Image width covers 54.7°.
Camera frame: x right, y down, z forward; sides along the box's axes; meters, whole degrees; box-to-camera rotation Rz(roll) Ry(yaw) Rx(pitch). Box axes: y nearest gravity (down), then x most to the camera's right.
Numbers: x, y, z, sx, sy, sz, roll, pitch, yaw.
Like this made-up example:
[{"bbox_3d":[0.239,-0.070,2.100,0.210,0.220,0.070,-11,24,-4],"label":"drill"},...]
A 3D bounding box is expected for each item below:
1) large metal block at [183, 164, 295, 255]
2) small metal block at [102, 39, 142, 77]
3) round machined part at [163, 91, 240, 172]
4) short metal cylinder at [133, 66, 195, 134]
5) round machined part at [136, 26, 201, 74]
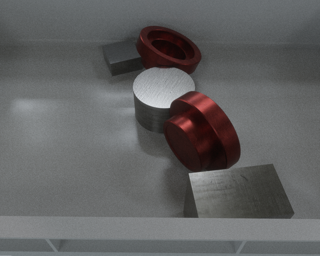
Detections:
[{"bbox_3d":[0.069,0.082,0.302,0.081,0.080,0.050,-6,51,-5],"label":"large metal block"},{"bbox_3d":[-0.061,-0.114,0.500,0.050,0.025,0.050,-17,52,-14],"label":"small metal block"},{"bbox_3d":[0.040,0.011,0.349,0.042,0.098,0.098,-32,57,-19],"label":"round machined part"},{"bbox_3d":[0.005,-0.039,0.422,0.081,0.050,0.080,0,50,0],"label":"short metal cylinder"},{"bbox_3d":[0.010,-0.110,0.473,0.099,0.042,0.098,16,42,-14],"label":"round machined part"}]
